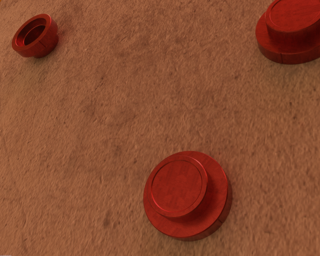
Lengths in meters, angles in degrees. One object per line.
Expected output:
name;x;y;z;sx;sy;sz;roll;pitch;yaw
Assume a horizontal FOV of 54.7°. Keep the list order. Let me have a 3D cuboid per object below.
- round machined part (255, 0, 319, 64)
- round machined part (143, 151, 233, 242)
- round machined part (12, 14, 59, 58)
round machined part;0.169;-0.130;0.384;0.098;0.042;0.098;-13;56;20
round machined part;0.025;0.069;0.337;0.098;0.042;0.098;-13;56;20
round machined part;-0.248;-0.181;0.631;0.098;0.042;0.098;-13;56;20
